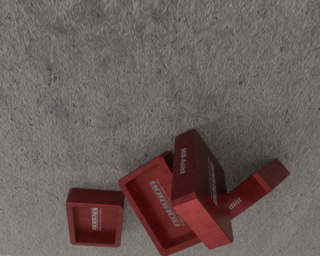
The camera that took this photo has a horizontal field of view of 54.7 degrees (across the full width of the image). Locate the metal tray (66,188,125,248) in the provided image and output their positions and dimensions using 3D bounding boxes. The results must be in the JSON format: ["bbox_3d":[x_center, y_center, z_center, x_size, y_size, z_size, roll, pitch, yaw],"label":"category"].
[{"bbox_3d":[-0.110,0.159,0.537,0.091,0.030,0.129,5,130,-5],"label":"metal tray"}]

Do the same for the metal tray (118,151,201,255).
[{"bbox_3d":[0.009,0.110,0.447,0.090,0.030,0.130,-34,85,27],"label":"metal tray"}]

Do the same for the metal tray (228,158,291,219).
[{"bbox_3d":[0.121,0.102,0.457,0.091,0.030,0.129,-13,150,-51],"label":"metal tray"}]

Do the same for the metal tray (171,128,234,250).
[{"bbox_3d":[0.053,0.071,0.391,0.030,0.130,0.090,-27,117,21],"label":"metal tray"}]
